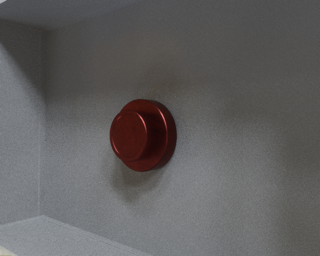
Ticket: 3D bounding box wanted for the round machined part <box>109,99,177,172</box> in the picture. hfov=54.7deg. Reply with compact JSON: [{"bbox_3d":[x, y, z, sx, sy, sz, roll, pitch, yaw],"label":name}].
[{"bbox_3d":[-0.029,0.010,0.413,0.098,0.042,0.097,0,90,39],"label":"round machined part"}]
